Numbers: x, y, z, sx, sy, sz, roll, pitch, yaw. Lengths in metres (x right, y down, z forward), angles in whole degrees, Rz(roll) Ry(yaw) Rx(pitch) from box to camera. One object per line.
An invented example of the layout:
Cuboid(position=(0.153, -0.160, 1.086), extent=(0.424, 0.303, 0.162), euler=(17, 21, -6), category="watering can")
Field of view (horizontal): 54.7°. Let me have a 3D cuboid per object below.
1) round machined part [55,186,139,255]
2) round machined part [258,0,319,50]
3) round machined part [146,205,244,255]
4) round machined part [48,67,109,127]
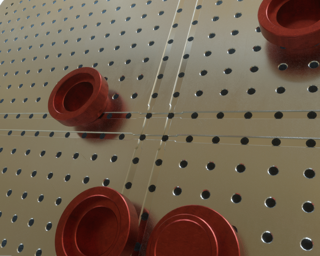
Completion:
Cuboid(position=(-0.068, 0.121, 0.357), extent=(0.098, 0.042, 0.098), euler=(-13, 56, 20), category="round machined part")
Cuboid(position=(0.177, -0.138, 0.389), extent=(0.098, 0.042, 0.098), euler=(-13, 56, 20), category="round machined part")
Cuboid(position=(0.029, 0.124, 0.305), extent=(0.098, 0.042, 0.098), euler=(-13, 56, 20), category="round machined part")
Cuboid(position=(-0.122, -0.044, 0.487), extent=(0.098, 0.042, 0.098), euler=(-13, 56, 20), category="round machined part")
